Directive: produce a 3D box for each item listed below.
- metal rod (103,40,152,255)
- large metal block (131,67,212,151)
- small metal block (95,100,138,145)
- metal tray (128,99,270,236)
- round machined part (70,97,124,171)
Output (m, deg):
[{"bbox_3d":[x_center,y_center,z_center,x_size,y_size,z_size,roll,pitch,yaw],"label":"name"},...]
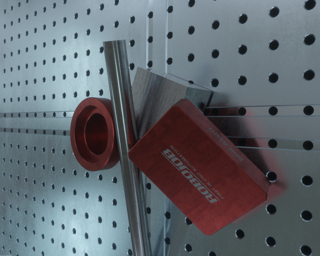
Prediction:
[{"bbox_3d":[-0.036,0.046,0.382,0.025,0.025,0.298,8,111,39],"label":"metal rod"},{"bbox_3d":[0.005,-0.023,0.384,0.080,0.050,0.079,29,108,36],"label":"large metal block"},{"bbox_3d":[-0.065,-0.007,0.459,0.050,0.025,0.050,-28,73,36],"label":"small metal block"},{"bbox_3d":[0.040,0.044,0.336,0.130,0.030,0.090,45,121,2],"label":"metal tray"},{"bbox_3d":[-0.077,0.008,0.422,0.098,0.042,0.097,1,91,43],"label":"round machined part"}]
